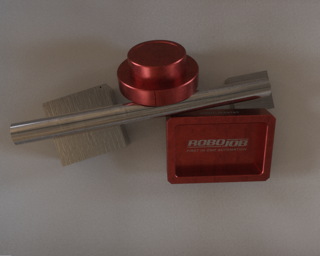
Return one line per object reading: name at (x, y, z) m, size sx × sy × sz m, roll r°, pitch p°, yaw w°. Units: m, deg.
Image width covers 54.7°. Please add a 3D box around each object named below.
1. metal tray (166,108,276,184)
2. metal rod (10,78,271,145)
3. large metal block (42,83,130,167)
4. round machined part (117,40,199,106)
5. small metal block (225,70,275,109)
metal tray at (0.074, 0.023, 0.394) m, size 0.131 × 0.030 × 0.089 m, roll -2°, pitch 110°, yaw -1°
metal rod at (-0.015, -0.022, 0.365) m, size 0.302 × 0.025 × 0.025 m, roll -11°, pitch 90°, yaw -8°
large metal block at (-0.091, -0.004, 0.395) m, size 0.080 × 0.050 × 0.080 m, roll -18°, pitch 90°, yaw -1°
round machined part at (-0.003, -0.072, 0.371) m, size 0.099 × 0.098 × 0.042 m, roll -4°, pitch 131°, yaw -1°
small metal block at (0.118, -0.045, 0.411) m, size 0.050 × 0.025 × 0.050 m, roll -11°, pitch 90°, yaw -1°
